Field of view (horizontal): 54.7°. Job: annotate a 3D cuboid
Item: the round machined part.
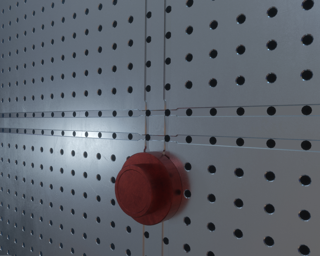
[{"bbox_3d":[-0.023,0.082,0.415,0.098,0.042,0.097,0,90,39],"label":"round machined part"}]
